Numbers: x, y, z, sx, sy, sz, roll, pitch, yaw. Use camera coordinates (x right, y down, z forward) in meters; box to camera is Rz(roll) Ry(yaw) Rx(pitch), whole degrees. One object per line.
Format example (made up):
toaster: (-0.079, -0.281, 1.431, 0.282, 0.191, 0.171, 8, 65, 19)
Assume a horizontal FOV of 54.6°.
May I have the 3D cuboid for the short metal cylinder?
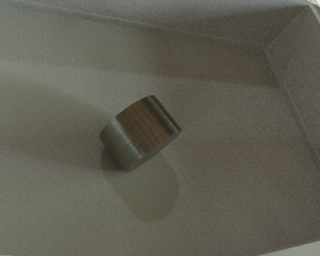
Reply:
short metal cylinder: (-0.021, 0.008, 0.354, 0.081, 0.080, 0.050, -32, 80, -38)
